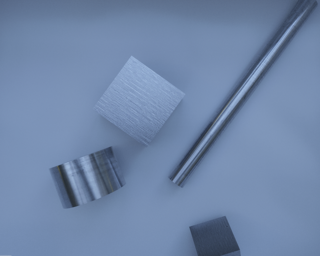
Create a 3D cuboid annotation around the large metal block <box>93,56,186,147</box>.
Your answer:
[{"bbox_3d":[-0.025,-0.032,0.399,0.080,0.050,0.080,36,90,-1],"label":"large metal block"}]

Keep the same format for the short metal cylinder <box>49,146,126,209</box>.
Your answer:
[{"bbox_3d":[-0.089,0.059,0.383,0.080,0.080,0.050,-20,90,0],"label":"short metal cylinder"}]

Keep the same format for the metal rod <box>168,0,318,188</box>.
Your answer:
[{"bbox_3d":[0.110,-0.048,0.412,0.025,0.025,0.299,37,90,-1],"label":"metal rod"}]

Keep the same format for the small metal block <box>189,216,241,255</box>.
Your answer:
[{"bbox_3d":[0.070,0.148,0.398,0.050,0.050,0.025,-17,129,0],"label":"small metal block"}]
